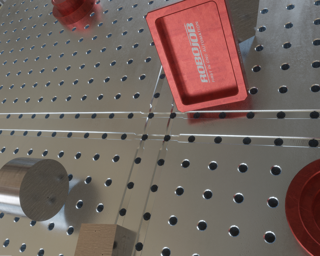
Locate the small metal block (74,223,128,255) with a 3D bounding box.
[{"bbox_3d":[-0.069,0.139,0.359,0.050,0.025,0.050,-7,59,24],"label":"small metal block"}]

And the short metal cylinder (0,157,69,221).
[{"bbox_3d":[-0.169,0.080,0.413,0.050,0.080,0.080,0,62,28],"label":"short metal cylinder"}]

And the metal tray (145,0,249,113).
[{"bbox_3d":[0.048,-0.089,0.372,0.090,0.129,0.030,-11,26,22],"label":"metal tray"}]

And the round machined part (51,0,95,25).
[{"bbox_3d":[-0.193,-0.274,0.668,0.098,0.042,0.098,-13,56,21],"label":"round machined part"}]

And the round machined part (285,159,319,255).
[{"bbox_3d":[0.162,0.075,0.266,0.098,0.042,0.098,-13,56,21],"label":"round machined part"}]

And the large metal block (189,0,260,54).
[{"bbox_3d":[0.084,-0.154,0.404,0.081,0.079,0.050,-32,45,-31],"label":"large metal block"}]
